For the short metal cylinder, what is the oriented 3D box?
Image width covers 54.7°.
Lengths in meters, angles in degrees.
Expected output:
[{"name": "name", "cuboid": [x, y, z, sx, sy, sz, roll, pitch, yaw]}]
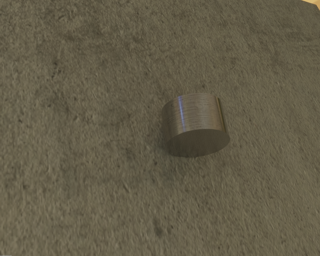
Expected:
[{"name": "short metal cylinder", "cuboid": [0.044, -0.001, 0.395, 0.081, 0.080, 0.050, 8, 58, -24]}]
